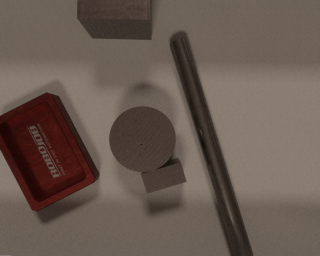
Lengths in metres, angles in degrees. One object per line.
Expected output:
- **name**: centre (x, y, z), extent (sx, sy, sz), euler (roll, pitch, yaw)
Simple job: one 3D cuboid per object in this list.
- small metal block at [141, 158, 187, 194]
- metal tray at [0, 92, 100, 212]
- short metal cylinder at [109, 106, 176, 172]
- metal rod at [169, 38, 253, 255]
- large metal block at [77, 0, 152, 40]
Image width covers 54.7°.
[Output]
- **small metal block**: centre (0.004, 0.060, 0.399), extent (0.050, 0.050, 0.025), euler (-17, 91, 0)
- **metal tray**: centre (-0.150, 0.030, 0.406), extent (0.090, 0.030, 0.130), euler (-27, 90, -1)
- **short metal cylinder**: centre (-0.021, 0.013, 0.399), extent (0.081, 0.050, 0.079), euler (0, 90, -1)
- **metal rod**: centre (0.068, 0.028, 0.412), extent (0.025, 0.025, 0.298), euler (-17, 90, 0)
- **large metal block**: centre (-0.051, -0.146, 0.383), extent (0.081, 0.080, 0.050), euler (1, 90, -1)
